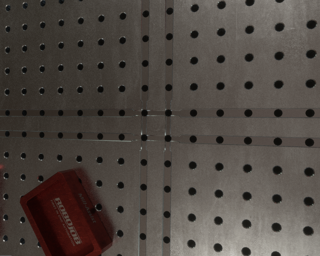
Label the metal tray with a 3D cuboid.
[{"bbox_3d":[-0.141,0.139,0.457,0.090,0.030,0.130,-34,79,16],"label":"metal tray"}]
